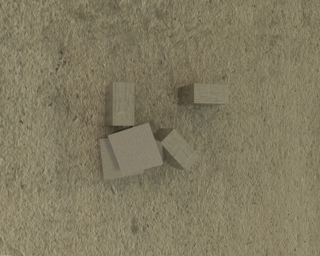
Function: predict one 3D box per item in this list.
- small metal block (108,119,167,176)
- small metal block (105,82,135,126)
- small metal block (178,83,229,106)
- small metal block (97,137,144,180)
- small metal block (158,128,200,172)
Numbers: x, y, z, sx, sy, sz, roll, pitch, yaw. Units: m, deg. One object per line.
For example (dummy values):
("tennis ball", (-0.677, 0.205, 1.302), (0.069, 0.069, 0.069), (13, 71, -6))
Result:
("small metal block", (-0.026, 0.022, 0.361), (0.050, 0.025, 0.050), (-17, 97, 12))
("small metal block", (-0.050, -0.028, 0.377), (0.025, 0.050, 0.050), (0, 90, -20))
("small metal block", (0.057, -0.044, 0.417), (0.050, 0.050, 0.025), (0, 90, -20))
("small metal block", (-0.050, 0.035, 0.390), (0.050, 0.025, 0.050), (-7, 93, -20))
("small metal block", (0.017, 0.027, 0.402), (0.025, 0.050, 0.050), (-46, 104, -15))
